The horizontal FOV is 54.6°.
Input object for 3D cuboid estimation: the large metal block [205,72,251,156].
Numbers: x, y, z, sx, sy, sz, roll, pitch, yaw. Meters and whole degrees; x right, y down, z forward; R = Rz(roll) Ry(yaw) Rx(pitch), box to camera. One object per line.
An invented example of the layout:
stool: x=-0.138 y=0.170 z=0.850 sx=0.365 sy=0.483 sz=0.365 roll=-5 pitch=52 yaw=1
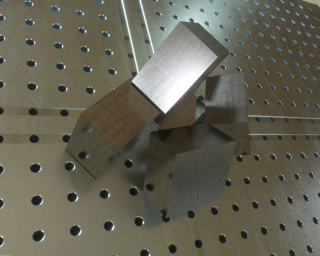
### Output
large metal block: x=0.094 y=-0.016 z=0.423 sx=0.050 sy=0.080 sz=0.080 roll=-5 pitch=55 yaw=17

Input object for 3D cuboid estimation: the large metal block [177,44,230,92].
large metal block: x=0.042 y=-0.083 z=0.446 sx=0.050 sy=0.080 sz=0.080 roll=43 pitch=51 yaw=1

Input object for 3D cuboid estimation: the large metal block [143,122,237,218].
large metal block: x=0.032 y=0.045 z=0.353 sx=0.081 sy=0.079 sz=0.050 roll=-9 pitch=30 yaw=-32

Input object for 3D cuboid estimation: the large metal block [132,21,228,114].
large metal block: x=0.026 y=-0.070 z=0.348 sx=0.050 sy=0.080 sz=0.080 roll=44 pitch=26 yaw=2

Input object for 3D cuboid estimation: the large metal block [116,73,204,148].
large metal block: x=0.002 y=-0.021 z=0.407 sx=0.080 sy=0.050 sz=0.080 roll=43 pitch=51 yaw=1

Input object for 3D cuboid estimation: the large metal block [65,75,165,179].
large metal block: x=-0.050 y=0.000 z=0.344 sx=0.050 sy=0.080 sz=0.080 roll=44 pitch=51 yaw=2
